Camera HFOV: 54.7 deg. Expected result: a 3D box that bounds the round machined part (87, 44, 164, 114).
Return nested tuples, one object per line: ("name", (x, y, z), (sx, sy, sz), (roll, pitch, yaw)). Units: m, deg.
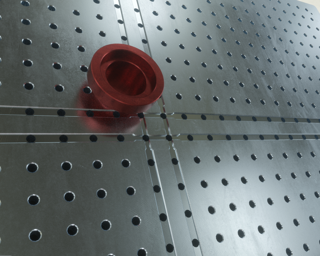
("round machined part", (-0.048, -0.060, 0.410), (0.099, 0.042, 0.098), (14, 56, -21))
